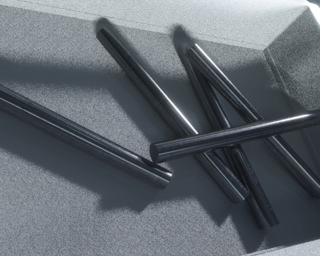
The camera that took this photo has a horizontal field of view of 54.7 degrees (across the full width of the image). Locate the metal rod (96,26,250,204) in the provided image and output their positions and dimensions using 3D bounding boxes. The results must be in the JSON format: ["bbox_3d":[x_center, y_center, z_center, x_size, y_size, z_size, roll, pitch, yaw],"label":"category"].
[{"bbox_3d":[0.014,-0.022,0.425,0.025,0.025,0.300,-34,81,-38],"label":"metal rod"}]

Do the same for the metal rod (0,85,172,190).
[{"bbox_3d":[-0.123,-0.007,0.343,0.301,0.025,0.025,28,52,-10],"label":"metal rod"}]

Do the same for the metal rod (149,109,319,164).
[{"bbox_3d":[0.127,0.005,0.427,0.303,0.025,0.025,-10,67,-26],"label":"metal rod"}]

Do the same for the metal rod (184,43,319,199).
[{"bbox_3d":[0.148,-0.008,0.470,0.300,0.025,0.025,47,51,-3],"label":"metal rod"}]

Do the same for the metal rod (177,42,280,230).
[{"bbox_3d":[0.092,-0.001,0.455,0.025,0.025,0.299,-9,66,-32],"label":"metal rod"}]
